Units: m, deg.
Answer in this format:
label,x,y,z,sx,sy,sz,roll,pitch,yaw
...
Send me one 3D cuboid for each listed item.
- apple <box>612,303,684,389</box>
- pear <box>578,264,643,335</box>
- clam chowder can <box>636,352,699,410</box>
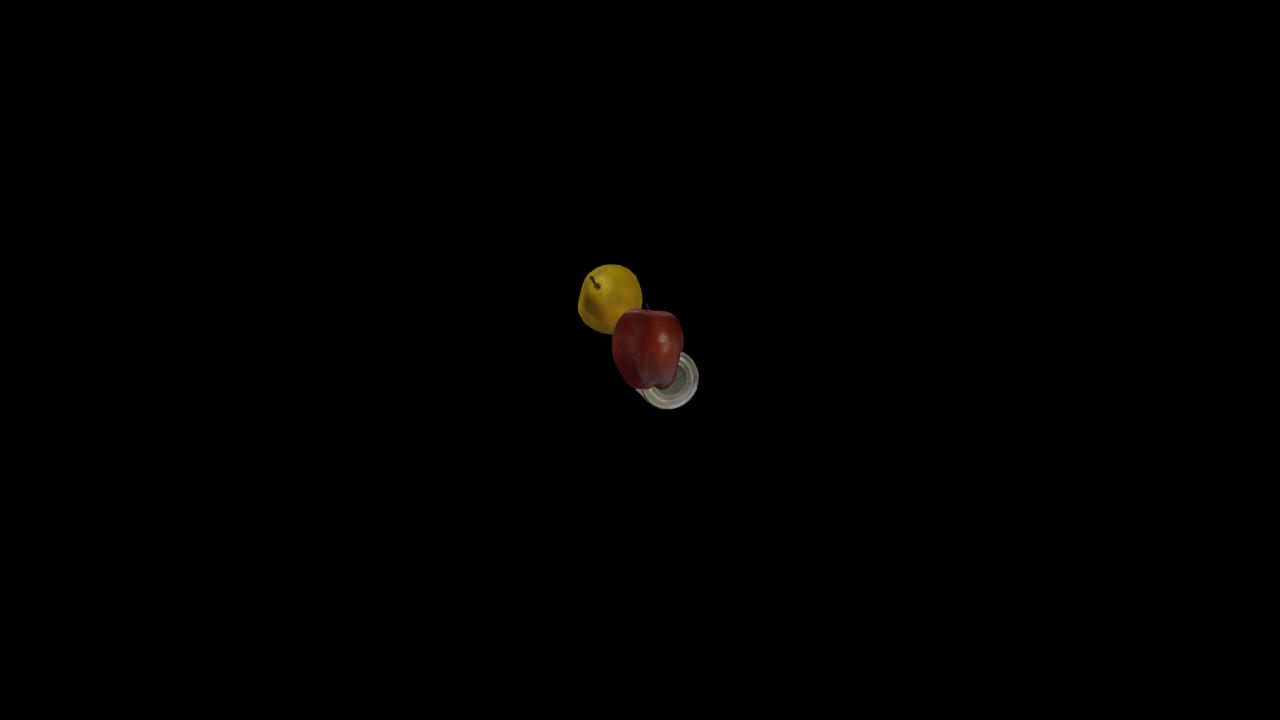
label,x,y,z,sx,sy,sz,roll,pitch,yaw
apple,0.009,-0.015,0.666,0.079,0.093,0.079,1,1,0
pear,-0.037,-0.068,0.679,0.080,0.080,0.111,0,4,9
clam chowder can,0.020,0.012,0.700,0.068,0.068,0.102,0,11,-14
